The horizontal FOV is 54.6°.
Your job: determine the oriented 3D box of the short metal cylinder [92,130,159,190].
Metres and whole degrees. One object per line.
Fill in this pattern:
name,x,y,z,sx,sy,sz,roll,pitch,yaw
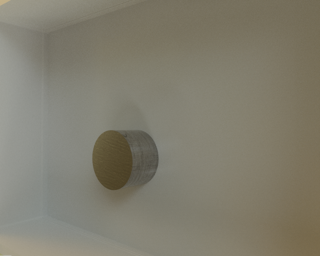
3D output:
short metal cylinder,-0.049,0.043,0.432,0.080,0.050,0.080,0,90,40
